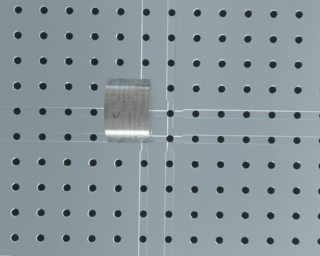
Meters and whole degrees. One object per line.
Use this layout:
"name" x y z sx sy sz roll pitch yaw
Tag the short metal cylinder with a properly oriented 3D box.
"short metal cylinder" -0.037 -0.021 0.386 0.050 0.080 0.080 1 90 0
